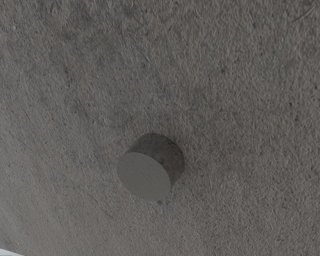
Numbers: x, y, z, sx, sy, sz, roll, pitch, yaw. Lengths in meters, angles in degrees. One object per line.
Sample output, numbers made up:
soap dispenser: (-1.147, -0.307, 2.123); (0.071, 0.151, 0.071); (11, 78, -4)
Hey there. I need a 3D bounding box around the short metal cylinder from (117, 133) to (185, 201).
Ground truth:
short metal cylinder: (-0.012, 0.054, 0.431); (0.080, 0.050, 0.080); (13, 124, 21)
